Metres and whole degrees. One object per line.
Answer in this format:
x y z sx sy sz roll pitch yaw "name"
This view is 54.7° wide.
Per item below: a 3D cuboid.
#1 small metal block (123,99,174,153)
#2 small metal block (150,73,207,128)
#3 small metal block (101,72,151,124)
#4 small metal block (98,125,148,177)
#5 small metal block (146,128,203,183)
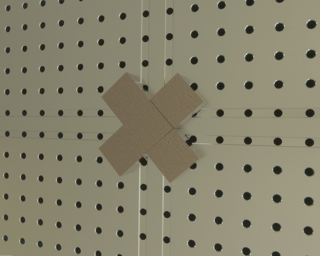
-0.012 -0.002 0.415 0.050 0.025 0.050 -43 77 14 "small metal block"
0.024 -0.035 0.403 0.050 0.025 0.050 -43 77 14 "small metal block"
-0.043 -0.040 0.427 0.050 0.025 0.050 -42 77 14 "small metal block"
-0.047 0.031 0.428 0.050 0.025 0.050 -43 77 14 "small metal block"
0.019 0.035 0.405 0.050 0.025 0.050 -42 77 14 "small metal block"
